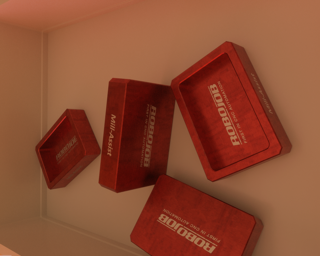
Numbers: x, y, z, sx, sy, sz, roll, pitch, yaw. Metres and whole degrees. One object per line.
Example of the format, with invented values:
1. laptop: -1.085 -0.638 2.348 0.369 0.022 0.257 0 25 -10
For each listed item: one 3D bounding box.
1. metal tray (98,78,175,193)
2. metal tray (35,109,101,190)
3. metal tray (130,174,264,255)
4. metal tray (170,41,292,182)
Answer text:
1. metal tray: -0.026 0.008 0.385 0.030 0.091 0.129 12 97 39
2. metal tray: -0.164 0.038 0.539 0.129 0.030 0.090 -41 65 32
3. metal tray: 0.037 0.117 0.351 0.130 0.030 0.090 20 79 38
4. metal tray: 0.073 -0.016 0.343 0.090 0.030 0.130 -32 70 35
